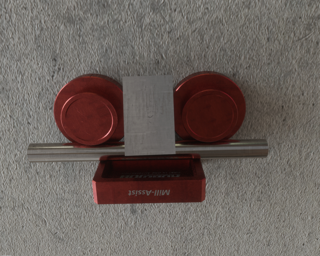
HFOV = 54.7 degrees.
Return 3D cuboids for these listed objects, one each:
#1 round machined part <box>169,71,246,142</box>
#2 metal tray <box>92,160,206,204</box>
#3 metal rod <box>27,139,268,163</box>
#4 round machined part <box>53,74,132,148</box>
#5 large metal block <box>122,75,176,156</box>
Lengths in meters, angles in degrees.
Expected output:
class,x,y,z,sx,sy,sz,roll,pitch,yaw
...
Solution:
class,x,y,z,sx,sy,sz,roll,pitch,yaw
round machined part,0.061,-0.021,0.394,0.099,0.042,0.097,0,110,-1
metal tray,-0.013,0.059,0.398,0.131,0.090,0.030,-1,110,0
metal rod,-0.015,0.029,0.400,0.302,0.025,0.025,-1,110,0
round machined part,-0.086,-0.017,0.392,0.099,0.042,0.097,0,110,-1
large metal block,-0.011,-0.011,0.349,0.050,0.080,0.080,-2,87,0
